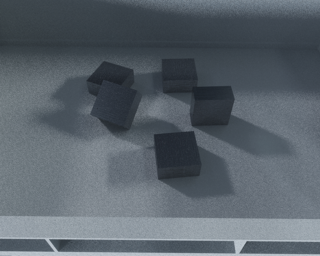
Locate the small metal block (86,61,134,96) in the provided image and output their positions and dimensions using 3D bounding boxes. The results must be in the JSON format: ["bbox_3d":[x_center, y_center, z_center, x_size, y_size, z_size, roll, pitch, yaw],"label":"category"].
[{"bbox_3d":[-0.073,-0.070,0.463,0.050,0.025,0.050,19,52,14],"label":"small metal block"}]

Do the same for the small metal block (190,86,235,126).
[{"bbox_3d":[0.068,-0.029,0.414,0.050,0.050,0.025,-2,50,-2],"label":"small metal block"}]

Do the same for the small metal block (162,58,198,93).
[{"bbox_3d":[0.029,-0.080,0.473,0.050,0.025,0.050,-2,50,-2],"label":"small metal block"}]

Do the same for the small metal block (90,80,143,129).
[{"bbox_3d":[-0.058,-0.031,0.415,0.050,0.025,0.050,19,86,15],"label":"small metal block"}]

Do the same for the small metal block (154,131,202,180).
[{"bbox_3d":[0.020,0.033,0.378,0.050,0.025,0.050,-5,50,-4],"label":"small metal block"}]
